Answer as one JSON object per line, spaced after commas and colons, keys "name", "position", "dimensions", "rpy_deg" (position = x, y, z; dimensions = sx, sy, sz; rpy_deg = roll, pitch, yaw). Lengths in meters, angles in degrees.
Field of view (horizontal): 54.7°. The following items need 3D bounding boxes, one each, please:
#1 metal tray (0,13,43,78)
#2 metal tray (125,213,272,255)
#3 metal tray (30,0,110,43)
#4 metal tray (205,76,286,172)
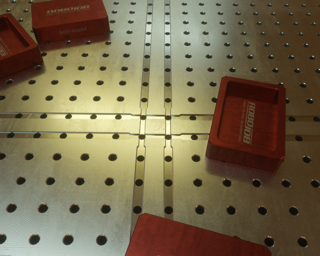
{"name": "metal tray", "position": [-0.267, -0.139, 0.517], "dimensions": [0.091, 0.030, 0.130], "rpy_deg": [-30, 56, -23]}
{"name": "metal tray", "position": [0.030, 0.141, 0.286], "dimensions": [0.131, 0.030, 0.090], "rpy_deg": [13, 51, 10]}
{"name": "metal tray", "position": [-0.167, -0.205, 0.574], "dimensions": [0.131, 0.030, 0.090], "rpy_deg": [-13, 51, -11]}
{"name": "metal tray", "position": [0.117, -0.011, 0.415], "dimensions": [0.090, 0.030, 0.130], "rpy_deg": [12, 51, 9]}
